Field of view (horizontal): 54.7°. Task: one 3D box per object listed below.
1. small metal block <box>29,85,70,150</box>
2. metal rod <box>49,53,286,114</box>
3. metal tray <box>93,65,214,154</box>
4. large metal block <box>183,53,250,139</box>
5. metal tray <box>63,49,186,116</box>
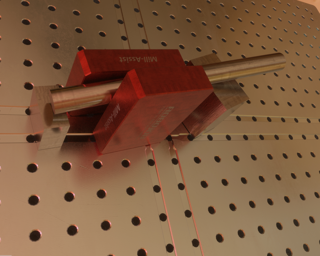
[{"bbox_3d":[-0.121,-0.011,0.334,0.025,0.050,0.050,-9,66,-32],"label":"small metal block"},{"bbox_3d":[0.029,-0.058,0.364,0.303,0.025,0.025,-14,69,-24],"label":"metal rod"},{"bbox_3d":[-0.012,-0.017,0.346,0.091,0.129,0.030,-10,68,-33],"label":"metal tray"},{"bbox_3d":[0.062,-0.044,0.434,0.050,0.080,0.080,-25,76,-37],"label":"large metal block"},{"bbox_3d":[-0.042,-0.056,0.378,0.131,0.090,0.030,-9,68,-33],"label":"metal tray"}]
